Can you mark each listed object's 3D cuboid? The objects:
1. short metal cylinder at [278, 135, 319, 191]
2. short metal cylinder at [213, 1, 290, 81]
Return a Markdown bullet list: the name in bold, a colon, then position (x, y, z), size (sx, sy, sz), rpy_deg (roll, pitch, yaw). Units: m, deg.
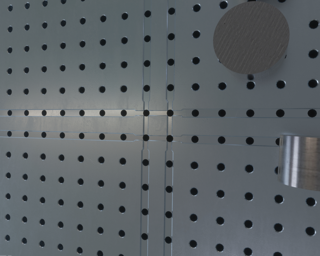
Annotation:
- **short metal cylinder**: position (0.167, 0.034, 0.324), size (0.080, 0.080, 0.050), rpy_deg (3, 91, 20)
- **short metal cylinder**: position (0.107, -0.099, 0.361), size (0.080, 0.050, 0.079), rpy_deg (0, 90, 20)
